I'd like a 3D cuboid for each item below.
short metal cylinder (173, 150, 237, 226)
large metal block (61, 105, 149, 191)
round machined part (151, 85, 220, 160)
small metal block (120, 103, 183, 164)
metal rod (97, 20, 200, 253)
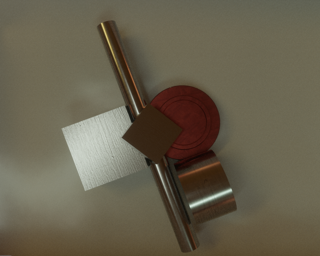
[{"bbox_3d":[0.054,0.073,0.383,0.050,0.080,0.080,-21,90,0],"label":"short metal cylinder"},{"bbox_3d":[-0.066,0.024,0.394,0.080,0.050,0.080,-20,90,-1],"label":"large metal block"},{"bbox_3d":[0.029,-0.007,0.401,0.099,0.042,0.097,0,90,-1],"label":"round machined part"},{"bbox_3d":[-0.011,0.007,0.361,0.050,0.025,0.050,38,78,-7],"label":"small metal block"},{"bbox_3d":[-0.015,0.011,0.389,0.025,0.025,0.299,-21,90,0],"label":"metal rod"}]
